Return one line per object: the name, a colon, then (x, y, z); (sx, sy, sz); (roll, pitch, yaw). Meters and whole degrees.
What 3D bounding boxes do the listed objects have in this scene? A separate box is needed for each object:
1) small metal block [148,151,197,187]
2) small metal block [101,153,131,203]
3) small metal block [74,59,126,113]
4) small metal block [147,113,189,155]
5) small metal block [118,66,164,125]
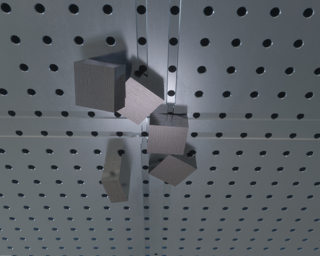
small metal block: (0.018, 0.055, 0.458); (0.050, 0.025, 0.050); (30, 124, -23)
small metal block: (-0.064, 0.074, 0.457); (0.025, 0.050, 0.050); (-8, 130, 7)
small metal block: (-0.067, -0.048, 0.349); (0.050, 0.025, 0.050); (11, 113, 18)
small metal block: (0.009, 0.009, 0.419); (0.050, 0.025, 0.050); (4, 130, -4)
small metal block: (-0.030, -0.038, 0.379); (0.050, 0.025, 0.050); (33, 123, -25)
